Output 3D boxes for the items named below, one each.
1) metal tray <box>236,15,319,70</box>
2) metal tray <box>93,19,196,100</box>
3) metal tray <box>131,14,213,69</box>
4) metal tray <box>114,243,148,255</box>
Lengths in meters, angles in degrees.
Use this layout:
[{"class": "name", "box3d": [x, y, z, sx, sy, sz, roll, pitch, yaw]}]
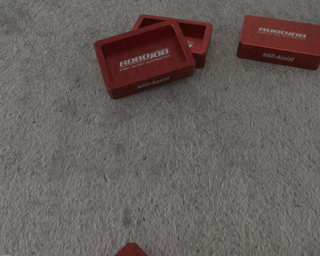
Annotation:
[{"class": "metal tray", "box3d": [0.202, -0.147, 0.525, 0.131, 0.030, 0.090, 12, 51, 10]}, {"class": "metal tray", "box3d": [-0.023, -0.103, 0.460, 0.131, 0.030, 0.090, -18, 66, -4]}, {"class": "metal tray", "box3d": [0.018, -0.149, 0.524, 0.131, 0.030, 0.090, 11, 51, 9]}, {"class": "metal tray", "box3d": [-0.040, 0.173, 0.253, 0.090, 0.030, 0.131, 37, 59, 27]}]
